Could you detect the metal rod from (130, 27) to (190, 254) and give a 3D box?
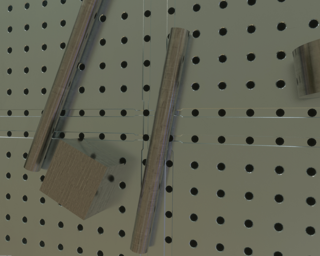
[{"bbox_3d":[-0.001,0.019,0.412,0.025,0.025,0.298,12,94,19],"label":"metal rod"}]

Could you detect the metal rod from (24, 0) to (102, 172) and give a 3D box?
[{"bbox_3d":[-0.143,-0.074,0.462,0.025,0.025,0.298,25,98,18],"label":"metal rod"}]

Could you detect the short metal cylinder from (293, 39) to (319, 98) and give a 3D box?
[{"bbox_3d":[0.183,-0.062,0.319,0.080,0.080,0.050,-7,88,20],"label":"short metal cylinder"}]

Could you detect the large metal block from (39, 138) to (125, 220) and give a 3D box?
[{"bbox_3d":[-0.109,0.069,0.438,0.080,0.050,0.080,27,99,18],"label":"large metal block"}]
